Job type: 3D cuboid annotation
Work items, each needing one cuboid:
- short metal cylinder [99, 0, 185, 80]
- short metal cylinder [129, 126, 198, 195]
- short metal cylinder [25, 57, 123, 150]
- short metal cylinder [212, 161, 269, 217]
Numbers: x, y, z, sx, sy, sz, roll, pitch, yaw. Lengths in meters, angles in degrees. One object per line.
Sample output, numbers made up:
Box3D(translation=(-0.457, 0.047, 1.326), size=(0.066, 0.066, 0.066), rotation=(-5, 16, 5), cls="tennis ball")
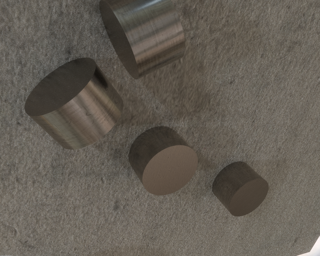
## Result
Box3D(translation=(-0.018, -0.095, 0.304), size=(0.050, 0.080, 0.080), rotation=(-28, 128, -11), cls="short metal cylinder")
Box3D(translation=(0.004, 0.044, 0.422), size=(0.081, 0.050, 0.079), rotation=(-14, 125, -21), cls="short metal cylinder")
Box3D(translation=(-0.084, -0.025, 0.310), size=(0.080, 0.080, 0.050), rotation=(-37, 129, -4), cls="short metal cylinder")
Box3D(translation=(0.138, 0.105, 0.534), size=(0.081, 0.050, 0.079), rotation=(-14, 125, -21), cls="short metal cylinder")
